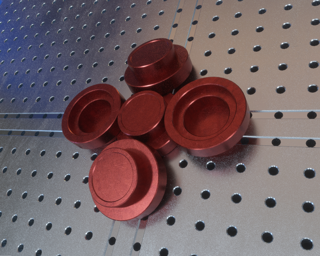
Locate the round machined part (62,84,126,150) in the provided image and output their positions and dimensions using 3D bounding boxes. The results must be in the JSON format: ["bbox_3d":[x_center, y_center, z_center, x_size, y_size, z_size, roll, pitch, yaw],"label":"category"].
[{"bbox_3d":[-0.089,-0.013,0.450,0.098,0.042,0.098,-13,56,20],"label":"round machined part"}]

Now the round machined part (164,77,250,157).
[{"bbox_3d":[0.058,-0.010,0.371,0.098,0.042,0.098,-13,56,20],"label":"round machined part"}]

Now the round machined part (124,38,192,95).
[{"bbox_3d":[-0.007,-0.091,0.441,0.098,0.042,0.098,-16,41,15],"label":"round machined part"}]

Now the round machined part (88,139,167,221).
[{"bbox_3d":[-0.045,0.060,0.368,0.098,0.042,0.098,-8,73,26],"label":"round machined part"}]

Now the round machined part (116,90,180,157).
[{"bbox_3d":[-0.016,-0.011,0.410,0.098,0.042,0.098,-13,56,20],"label":"round machined part"}]
